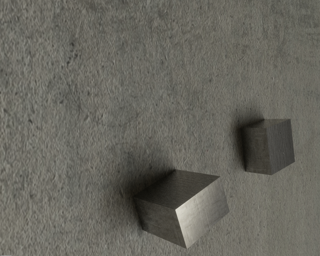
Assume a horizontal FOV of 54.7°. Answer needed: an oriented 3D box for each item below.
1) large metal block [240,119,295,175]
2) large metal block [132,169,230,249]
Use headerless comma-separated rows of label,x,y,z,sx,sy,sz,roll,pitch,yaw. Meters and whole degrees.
large metal block,0.192,0.031,0.549,0.081,0.050,0.079,-16,100,-39
large metal block,0.026,0.096,0.391,0.081,0.080,0.050,-26,107,-37
